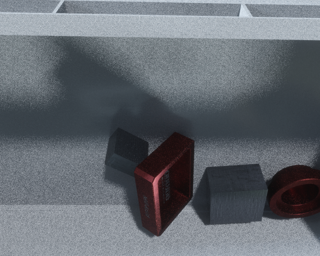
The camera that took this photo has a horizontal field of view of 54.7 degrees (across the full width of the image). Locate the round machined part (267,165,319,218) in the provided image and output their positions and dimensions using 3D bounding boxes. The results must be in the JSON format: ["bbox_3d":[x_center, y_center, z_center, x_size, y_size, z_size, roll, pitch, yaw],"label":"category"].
[{"bbox_3d":[0.215,0.095,0.482,0.099,0.042,0.097,-1,130,0],"label":"round machined part"}]

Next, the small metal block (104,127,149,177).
[{"bbox_3d":[-0.044,0.034,0.421,0.050,0.050,0.025,28,125,-22],"label":"small metal block"}]

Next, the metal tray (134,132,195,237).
[{"bbox_3d":[0.010,0.081,0.436,0.030,0.091,0.129,25,138,30],"label":"metal tray"}]

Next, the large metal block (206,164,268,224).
[{"bbox_3d":[0.116,0.104,0.483,0.080,0.050,0.080,-4,130,3],"label":"large metal block"}]
